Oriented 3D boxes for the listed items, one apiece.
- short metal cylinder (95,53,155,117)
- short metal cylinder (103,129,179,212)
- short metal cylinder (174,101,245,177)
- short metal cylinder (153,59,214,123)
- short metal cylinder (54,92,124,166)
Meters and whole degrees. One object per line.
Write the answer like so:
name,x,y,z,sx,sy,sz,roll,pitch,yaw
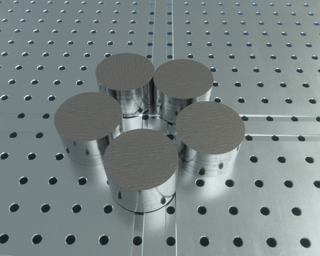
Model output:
short metal cylinder,-0.048,-0.063,0.443,0.081,0.050,0.080,0,50,0
short metal cylinder,-0.020,0.047,0.350,0.080,0.050,0.080,0,50,1
short metal cylinder,0.058,0.013,0.379,0.081,0.050,0.080,0,51,0
short metal cylinder,0.031,-0.051,0.433,0.081,0.050,0.080,0,50,0
short metal cylinder,-0.086,0.000,0.390,0.081,0.050,0.080,0,50,0
